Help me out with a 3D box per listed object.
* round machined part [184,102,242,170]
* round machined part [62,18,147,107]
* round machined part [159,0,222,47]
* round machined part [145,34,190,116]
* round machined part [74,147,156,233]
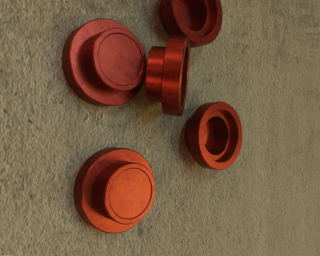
[{"bbox_3d":[0.075,0.011,0.456,0.099,0.042,0.097,0,90,-40],"label":"round machined part"},{"bbox_3d":[-0.054,-0.074,0.348,0.099,0.042,0.097,0,90,-40],"label":"round machined part"},{"bbox_3d":[0.038,-0.159,0.425,0.099,0.042,0.097,0,90,-40],"label":"round machined part"},{"bbox_3d":[0.010,-0.065,0.380,0.098,0.042,0.097,5,91,-81],"label":"round machined part"},{"bbox_3d":[-0.044,0.072,0.357,0.099,0.042,0.097,0,90,-40],"label":"round machined part"}]
